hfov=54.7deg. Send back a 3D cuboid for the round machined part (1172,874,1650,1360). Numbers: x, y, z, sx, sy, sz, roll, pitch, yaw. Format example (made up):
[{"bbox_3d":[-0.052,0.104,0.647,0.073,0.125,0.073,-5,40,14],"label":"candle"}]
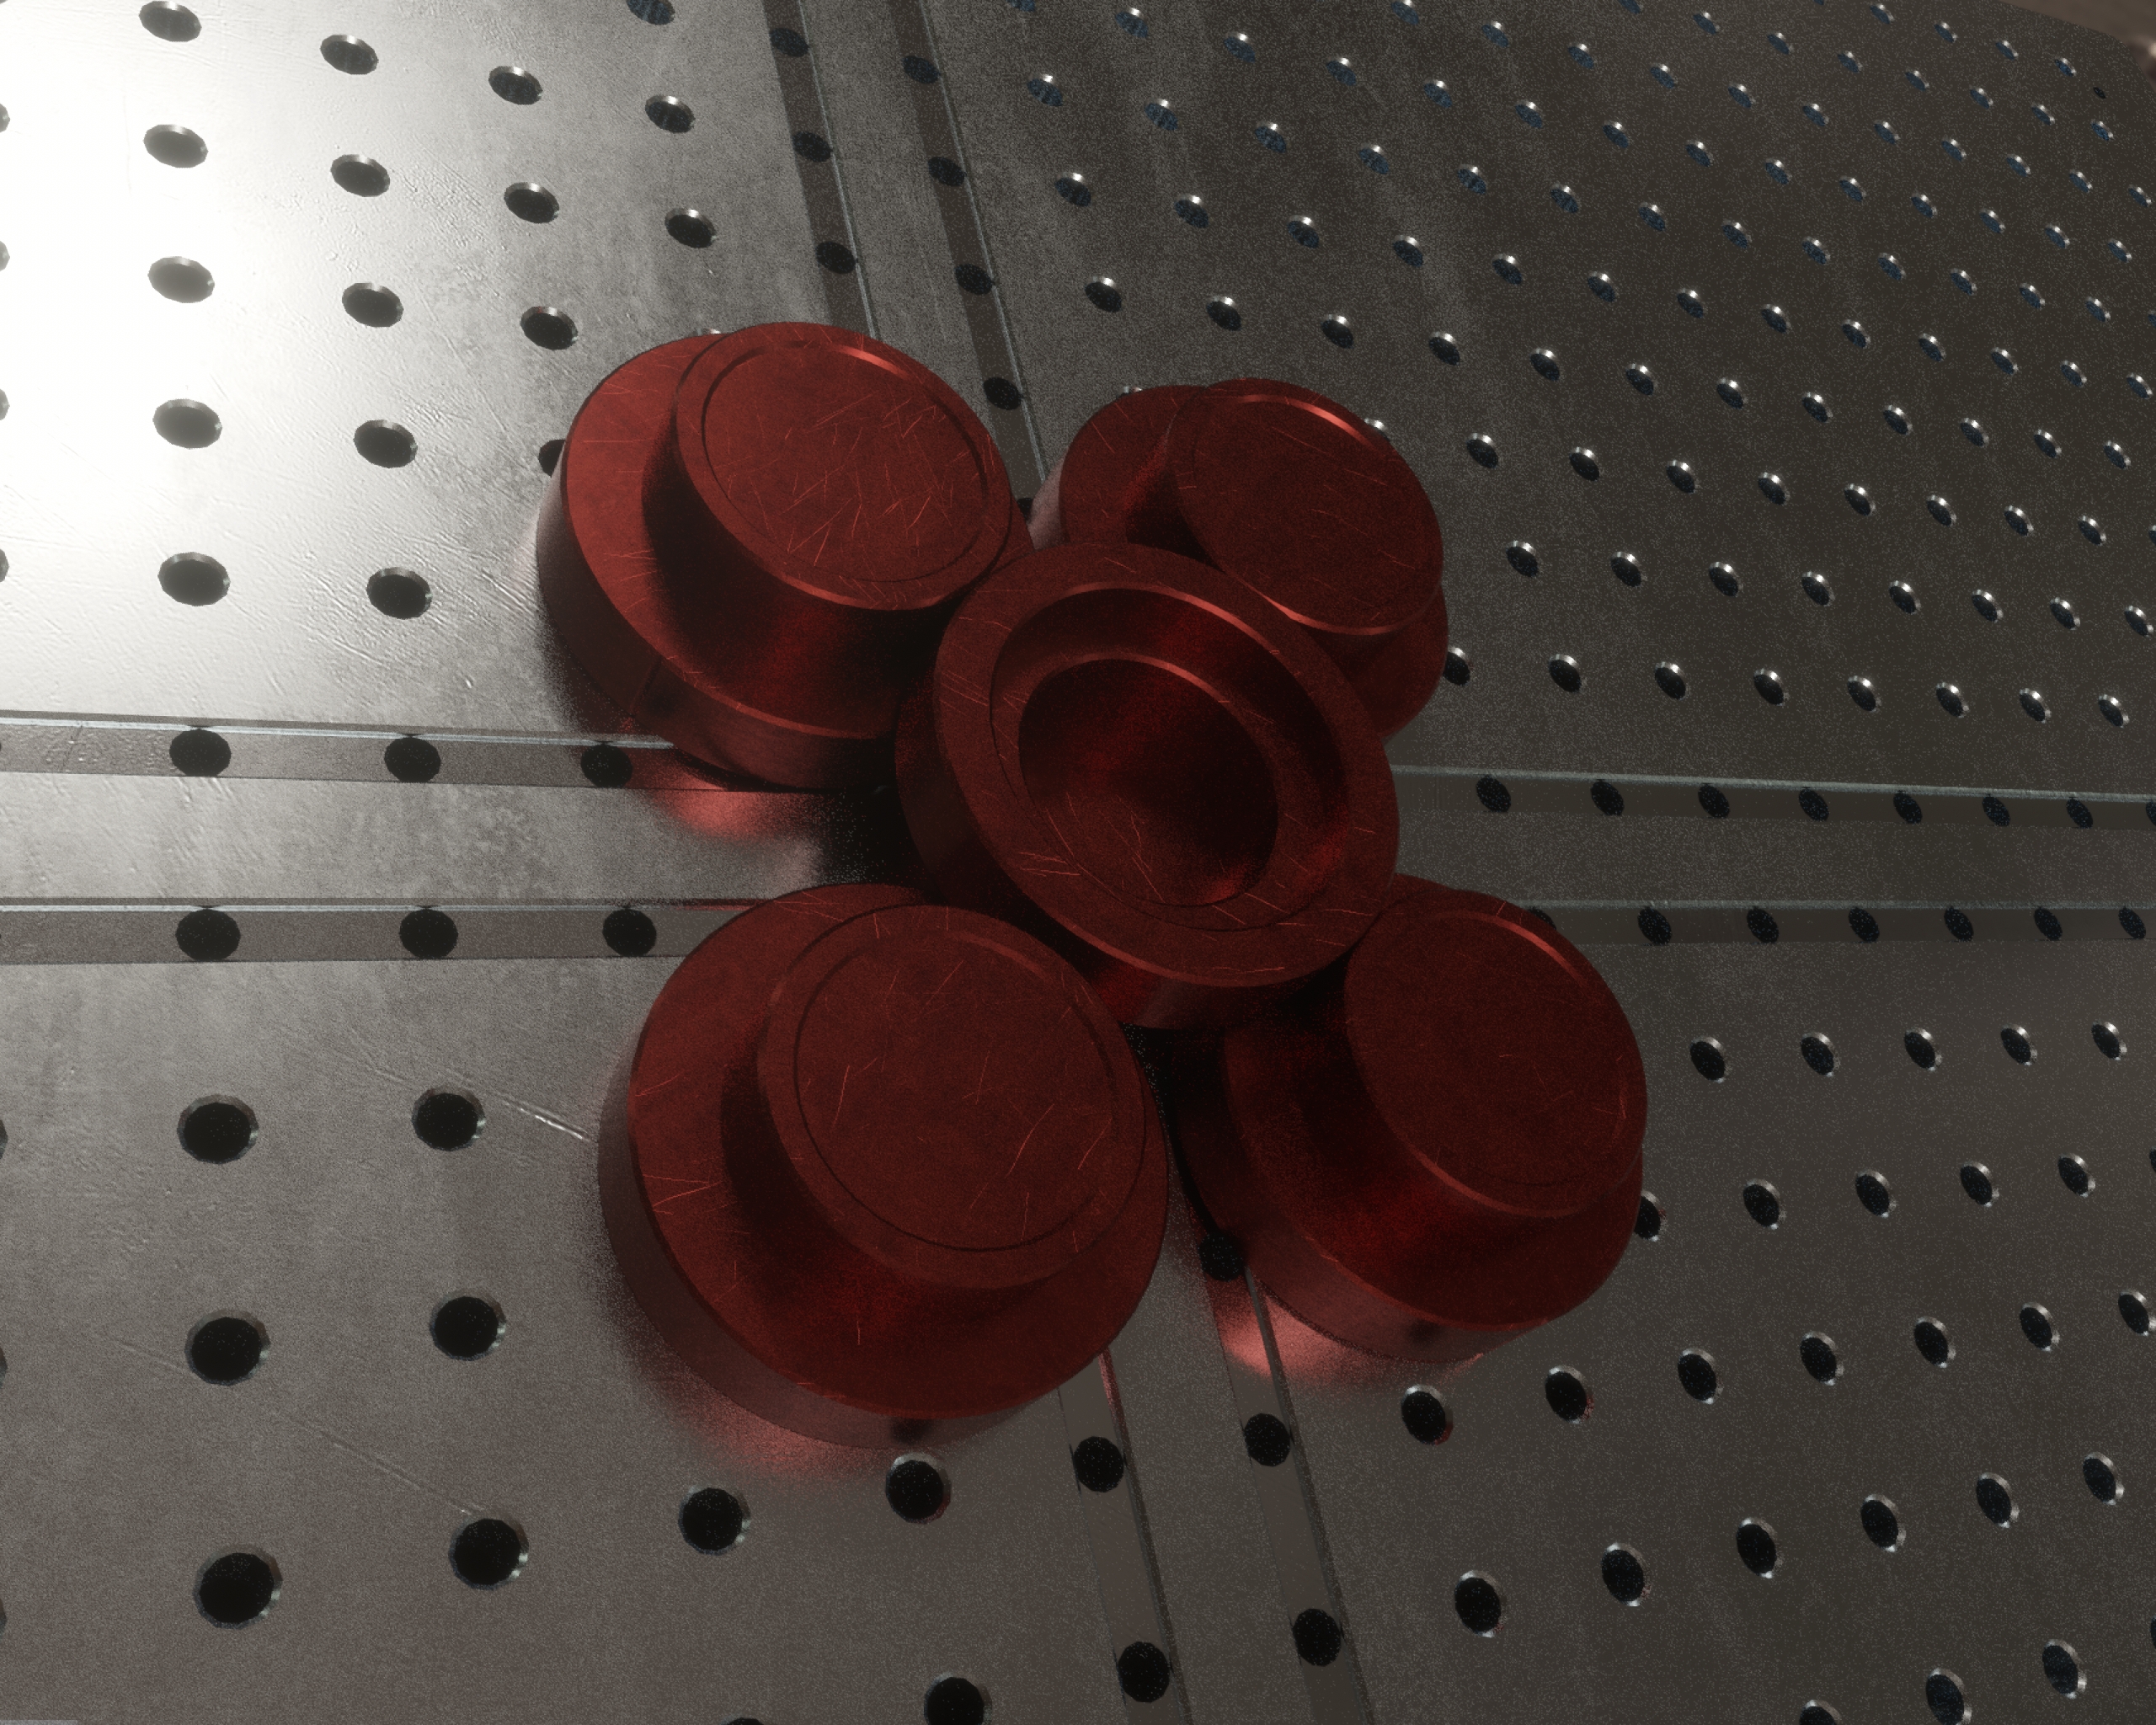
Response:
[{"bbox_3d":[0.072,0.044,0.410,0.099,0.042,0.098,14,56,-21],"label":"round machined part"}]

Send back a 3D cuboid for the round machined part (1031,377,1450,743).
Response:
[{"bbox_3d":[0.041,-0.068,0.462,0.099,0.042,0.098,14,56,-21],"label":"round machined part"}]

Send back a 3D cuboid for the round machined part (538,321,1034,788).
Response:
[{"bbox_3d":[-0.052,-0.067,0.410,0.099,0.042,0.098,14,56,-21],"label":"round machined part"}]

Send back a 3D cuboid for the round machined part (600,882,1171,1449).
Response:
[{"bbox_3d":[-0.028,0.046,0.356,0.099,0.042,0.098,14,56,-21],"label":"round machined part"}]

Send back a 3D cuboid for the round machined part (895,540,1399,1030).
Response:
[{"bbox_3d":[0.010,-0.011,0.409,0.099,0.042,0.098,14,56,-21],"label":"round machined part"}]
